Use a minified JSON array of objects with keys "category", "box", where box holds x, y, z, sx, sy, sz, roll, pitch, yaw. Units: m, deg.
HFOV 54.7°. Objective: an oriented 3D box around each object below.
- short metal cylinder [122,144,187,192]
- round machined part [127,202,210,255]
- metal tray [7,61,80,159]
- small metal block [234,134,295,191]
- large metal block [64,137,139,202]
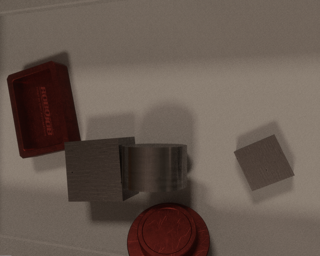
[{"category":"short metal cylinder","box":[-0.007,0.046,0.383,0.080,0.080,0.050,0,90,19]},{"category":"round machined part","box":[0.010,0.131,0.367,0.098,0.098,0.042,13,138,19]},{"category":"metal tray","box":[-0.176,-0.026,0.468,0.090,0.030,0.129,-13,86,19]},{"category":"small metal block","box":[0.123,0.041,0.367,0.050,0.025,0.050,-26,82,17]},{"category":"large metal block","box":[-0.079,0.055,0.424,0.080,0.050,0.080,-5,88,19]}]
